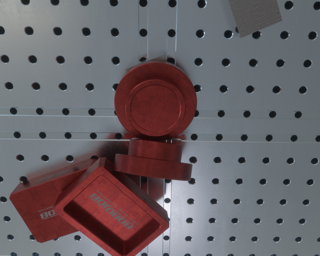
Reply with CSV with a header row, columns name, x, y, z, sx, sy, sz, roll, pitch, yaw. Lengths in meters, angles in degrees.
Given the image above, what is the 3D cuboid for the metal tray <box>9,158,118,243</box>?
name,x,y,z,sx,sy,sz,roll,pitch,yaw
metal tray,-0.134,0.106,0.449,0.130,0.030,0.090,-19,109,7

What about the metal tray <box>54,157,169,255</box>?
name,x,y,z,sx,sy,sz,roll,pitch,yaw
metal tray,-0.062,0.113,0.419,0.090,0.030,0.130,-42,107,9

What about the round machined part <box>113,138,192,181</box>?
name,x,y,z,sx,sy,sz,roll,pitch,yaw
round machined part,-0.007,0.039,0.395,0.099,0.098,0.042,8,84,-3

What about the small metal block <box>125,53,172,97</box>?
name,x,y,z,sx,sy,sz,roll,pitch,yaw
small metal block,-0.009,-0.062,0.390,0.050,0.025,0.050,-19,109,6

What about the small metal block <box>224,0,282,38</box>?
name,x,y,z,sx,sy,sz,roll,pitch,yaw
small metal block,0.108,-0.140,0.363,0.050,0.025,0.050,-22,109,7

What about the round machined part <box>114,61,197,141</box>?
name,x,y,z,sx,sy,sz,roll,pitch,yaw
round machined part,-0.005,-0.028,0.367,0.099,0.042,0.097,0,111,-1
